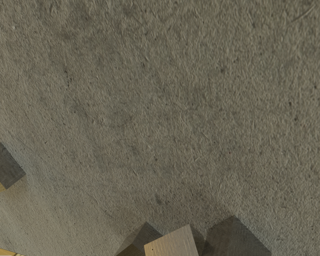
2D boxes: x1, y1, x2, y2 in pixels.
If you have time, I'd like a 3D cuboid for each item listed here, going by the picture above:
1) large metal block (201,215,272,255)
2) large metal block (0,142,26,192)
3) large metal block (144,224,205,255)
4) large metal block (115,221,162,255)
[{"bbox_3d":[0.105,0.183,0.425,0.080,0.080,0.050,46,121,-4],"label":"large metal block"},{"bbox_3d":[-0.330,0.084,0.617,0.080,0.050,0.080,-22,107,36],"label":"large metal block"},{"bbox_3d":[0.029,0.202,0.456,0.080,0.080,0.050,-29,131,12],"label":"large metal block"},{"bbox_3d":[-0.024,0.222,0.541,0.080,0.050,0.080,41,129,0],"label":"large metal block"}]
